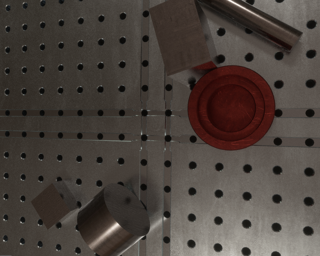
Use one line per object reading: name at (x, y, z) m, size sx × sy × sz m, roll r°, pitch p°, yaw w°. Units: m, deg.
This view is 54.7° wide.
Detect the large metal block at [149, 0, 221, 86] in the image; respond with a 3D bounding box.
large metal block at (0.034, -0.101, 0.371) m, size 0.050 × 0.080 × 0.080 m, roll -17°, pitch 84°, yaw 19°

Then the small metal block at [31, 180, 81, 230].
small metal block at (-0.157, 0.115, 0.466) m, size 0.050 × 0.025 × 0.050 m, roll -40°, pitch 78°, yaw 15°

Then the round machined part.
round machined part at (0.086, -0.023, 0.372) m, size 0.098 × 0.042 × 0.097 m, roll 0°, pitch 91°, yaw 19°

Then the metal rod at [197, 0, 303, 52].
metal rod at (0.040, -0.184, 0.397) m, size 0.300 × 0.025 × 0.025 m, roll 36°, pitch 101°, yaw 16°

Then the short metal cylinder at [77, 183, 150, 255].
short metal cylinder at (-0.059, 0.119, 0.403) m, size 0.050 × 0.080 × 0.080 m, roll -43°, pitch 77°, yaw 15°
